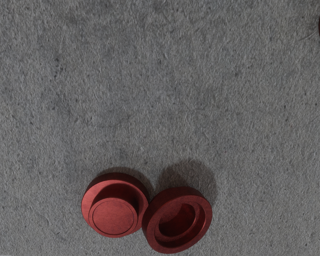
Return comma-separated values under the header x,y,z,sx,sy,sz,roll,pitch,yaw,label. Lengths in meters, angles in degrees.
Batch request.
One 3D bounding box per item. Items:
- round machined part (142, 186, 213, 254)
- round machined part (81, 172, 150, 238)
x,y,z,sx,sy,sz,roll,pitch,yaw,label
0.021,0.123,0.434,0.099,0.042,0.097,-10,116,-20,round machined part
-0.064,0.117,0.443,0.099,0.042,0.097,0,110,0,round machined part
